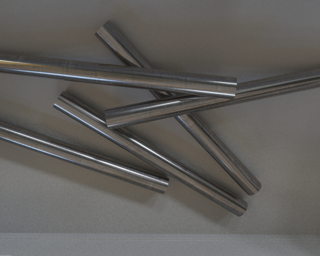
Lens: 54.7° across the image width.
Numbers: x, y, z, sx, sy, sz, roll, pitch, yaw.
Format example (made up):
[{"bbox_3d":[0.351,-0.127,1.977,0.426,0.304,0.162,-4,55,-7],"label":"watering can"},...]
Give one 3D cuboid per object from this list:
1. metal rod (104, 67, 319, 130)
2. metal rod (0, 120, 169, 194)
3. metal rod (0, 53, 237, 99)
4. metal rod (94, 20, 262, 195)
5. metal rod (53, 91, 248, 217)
[{"bbox_3d":[0.084,-0.040,0.379,0.302,0.025,0.025,-11,110,-4],"label":"metal rod"},{"bbox_3d":[-0.132,0.031,0.420,0.302,0.025,0.025,20,109,-8],"label":"metal rod"},{"bbox_3d":[-0.064,-0.063,0.365,0.302,0.025,0.025,7,110,5],"label":"metal rod"},{"bbox_3d":[0.033,-0.016,0.405,0.025,0.025,0.300,-41,106,13],"label":"metal rod"},{"bbox_3d":[-0.005,0.041,0.426,0.301,0.025,0.025,32,107,-12],"label":"metal rod"}]
